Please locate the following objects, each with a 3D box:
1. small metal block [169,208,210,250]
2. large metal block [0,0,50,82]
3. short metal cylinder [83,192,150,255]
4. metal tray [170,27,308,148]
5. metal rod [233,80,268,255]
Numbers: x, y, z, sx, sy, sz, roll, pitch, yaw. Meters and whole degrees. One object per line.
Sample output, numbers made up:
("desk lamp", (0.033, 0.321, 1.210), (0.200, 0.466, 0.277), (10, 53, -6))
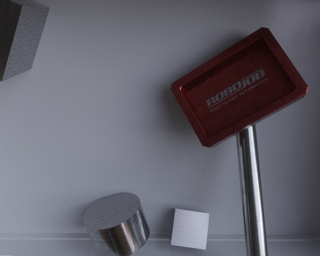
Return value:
("small metal block", (0.042, 0.147, 0.454), (0.050, 0.025, 0.050), (9, 76, -4))
("large metal block", (-0.170, -0.105, 0.341), (0.050, 0.080, 0.079), (22, 108, -8))
("short metal cylinder", (-0.060, 0.134, 0.431), (0.080, 0.080, 0.050), (-14, 110, 4))
("metal tray", (0.090, -0.045, 0.367), (0.130, 0.030, 0.090), (-31, 77, 13))
("metal rod", (0.113, 0.090, 0.378), (0.025, 0.025, 0.298), (-4, 84, 1))
